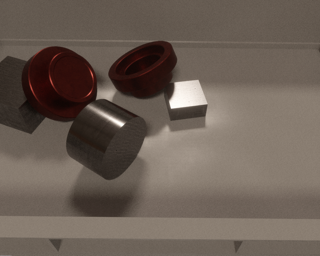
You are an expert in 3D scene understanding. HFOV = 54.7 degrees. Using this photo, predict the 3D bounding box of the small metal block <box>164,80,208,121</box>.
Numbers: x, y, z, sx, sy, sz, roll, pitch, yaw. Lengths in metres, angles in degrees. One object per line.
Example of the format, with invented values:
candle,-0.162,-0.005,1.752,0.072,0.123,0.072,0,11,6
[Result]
small metal block,0.035,-0.040,0.439,0.050,0.025,0.050,-7,51,-7

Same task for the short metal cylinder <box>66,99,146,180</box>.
short metal cylinder,-0.060,0.013,0.358,0.050,0.080,0.080,28,55,21

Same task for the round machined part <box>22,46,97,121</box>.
round machined part,-0.123,-0.060,0.405,0.042,0.098,0.098,-15,36,42

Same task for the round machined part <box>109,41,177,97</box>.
round machined part,-0.021,-0.081,0.446,0.098,0.042,0.098,-18,36,14

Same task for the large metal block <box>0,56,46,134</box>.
large metal block,-0.194,-0.047,0.426,0.080,0.050,0.080,17,52,13
